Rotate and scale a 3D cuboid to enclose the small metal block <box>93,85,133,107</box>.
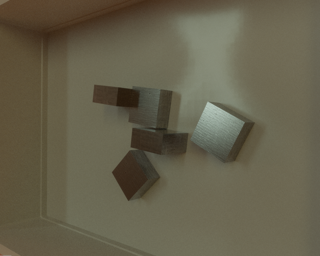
[{"bbox_3d":[-0.058,-0.045,0.439,0.050,0.050,0.025,12,98,39],"label":"small metal block"}]

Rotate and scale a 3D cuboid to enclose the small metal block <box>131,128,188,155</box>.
[{"bbox_3d":[0.000,0.015,0.391,0.050,0.050,0.025,10,97,39],"label":"small metal block"}]

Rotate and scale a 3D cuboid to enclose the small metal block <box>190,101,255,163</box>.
[{"bbox_3d":[0.069,0.004,0.350,0.050,0.025,0.050,35,112,34],"label":"small metal block"}]

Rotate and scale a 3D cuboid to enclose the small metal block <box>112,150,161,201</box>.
[{"bbox_3d":[-0.035,0.066,0.436,0.050,0.025,0.050,-50,61,28],"label":"small metal block"}]

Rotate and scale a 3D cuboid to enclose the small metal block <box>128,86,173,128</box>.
[{"bbox_3d":[-0.013,-0.029,0.418,0.050,0.025,0.050,12,98,39],"label":"small metal block"}]
